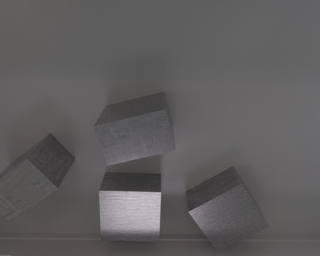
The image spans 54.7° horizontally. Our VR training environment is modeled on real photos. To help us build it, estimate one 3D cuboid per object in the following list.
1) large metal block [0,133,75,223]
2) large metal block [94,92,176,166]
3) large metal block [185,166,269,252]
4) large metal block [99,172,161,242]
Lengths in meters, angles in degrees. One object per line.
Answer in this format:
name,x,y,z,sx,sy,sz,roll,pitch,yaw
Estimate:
large metal block,-0.167,0.062,0.403,0.080,0.080,0.050,-36,106,12
large metal block,-0.027,-0.002,0.381,0.080,0.080,0.050,-13,110,5
large metal block,0.093,0.115,0.441,0.080,0.050,0.080,-31,107,10
large metal block,-0.040,0.111,0.438,0.081,0.050,0.079,2,110,-1
